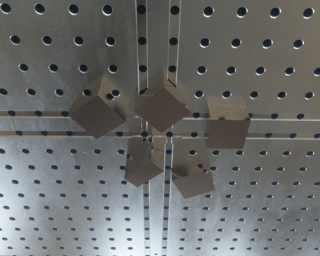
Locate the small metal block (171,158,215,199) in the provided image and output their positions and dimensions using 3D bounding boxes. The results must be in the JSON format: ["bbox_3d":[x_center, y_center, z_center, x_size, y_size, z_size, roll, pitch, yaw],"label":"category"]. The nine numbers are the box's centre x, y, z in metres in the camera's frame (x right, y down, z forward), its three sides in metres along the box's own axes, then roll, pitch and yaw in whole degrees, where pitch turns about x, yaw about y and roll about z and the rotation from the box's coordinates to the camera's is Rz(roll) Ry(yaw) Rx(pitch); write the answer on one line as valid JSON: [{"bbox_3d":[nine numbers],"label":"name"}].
[{"bbox_3d":[0.051,0.079,0.479,0.050,0.025,0.050,-20,127,16],"label":"small metal block"}]

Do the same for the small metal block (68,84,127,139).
[{"bbox_3d":[-0.078,-0.020,0.394,0.050,0.025,0.050,-29,125,22],"label":"small metal block"}]

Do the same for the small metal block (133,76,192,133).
[{"bbox_3d":[0.003,-0.028,0.388,0.050,0.025,0.050,-35,122,26],"label":"small metal block"}]

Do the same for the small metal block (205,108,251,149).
[{"bbox_3d":[0.088,0.001,0.413,0.050,0.025,0.050,1,130,-1],"label":"small metal block"}]

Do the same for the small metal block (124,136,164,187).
[{"bbox_3d":[-0.021,0.047,0.435,0.050,0.050,0.025,-35,122,26],"label":"small metal block"}]
